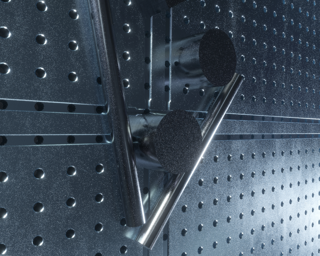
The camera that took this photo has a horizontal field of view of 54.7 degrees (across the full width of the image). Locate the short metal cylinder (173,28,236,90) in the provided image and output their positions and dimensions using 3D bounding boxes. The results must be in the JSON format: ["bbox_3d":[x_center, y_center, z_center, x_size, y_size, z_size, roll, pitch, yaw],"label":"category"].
[{"bbox_3d":[0.065,-0.097,0.447,0.081,0.050,0.079,0,90,-40],"label":"short metal cylinder"}]

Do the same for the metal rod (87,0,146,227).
[{"bbox_3d":[-0.052,-0.029,0.365,0.025,0.025,0.298,-15,99,-39],"label":"metal rod"}]

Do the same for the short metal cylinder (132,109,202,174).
[{"bbox_3d":[0.008,0.017,0.400,0.081,0.050,0.079,0,90,-40],"label":"short metal cylinder"}]

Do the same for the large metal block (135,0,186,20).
[{"bbox_3d":[0.005,-0.197,0.396,0.080,0.050,0.080,-39,114,-33],"label":"large metal block"}]

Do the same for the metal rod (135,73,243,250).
[{"bbox_3d":[0.052,0.033,0.452,0.025,0.025,0.300,47,62,-30],"label":"metal rod"}]
